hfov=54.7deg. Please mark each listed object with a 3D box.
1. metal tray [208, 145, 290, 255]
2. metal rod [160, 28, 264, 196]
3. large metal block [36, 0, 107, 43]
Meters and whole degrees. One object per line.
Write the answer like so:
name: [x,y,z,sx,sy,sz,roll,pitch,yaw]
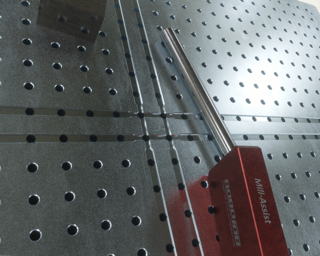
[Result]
metal tray: [0.096,0.096,0.358,0.030,0.090,0.130,3,60,-15]
metal rod: [0.072,-0.028,0.465,0.025,0.025,0.299,-13,68,-34]
large metal block: [-0.121,-0.178,0.436,0.081,0.050,0.080,14,56,-21]
